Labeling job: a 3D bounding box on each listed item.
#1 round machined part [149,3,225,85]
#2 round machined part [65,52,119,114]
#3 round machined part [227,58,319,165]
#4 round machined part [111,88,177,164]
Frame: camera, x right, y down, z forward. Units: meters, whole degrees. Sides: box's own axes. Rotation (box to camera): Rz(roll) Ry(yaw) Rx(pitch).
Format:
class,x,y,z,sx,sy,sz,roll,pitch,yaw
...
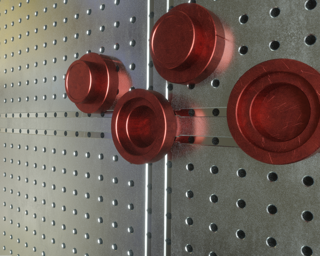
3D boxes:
class,x,y,z,sx,sy,sz,roll,pitch,yaw
round machined part,0.025,-0.103,0.378,0.098,0.042,0.097,0,90,40
round machined part,-0.115,-0.072,0.495,0.098,0.042,0.097,0,90,40
round machined part,0.119,-0.015,0.301,0.098,0.042,0.097,0,90,40
round machined part,-0.017,-0.002,0.414,0.098,0.042,0.097,0,90,40
